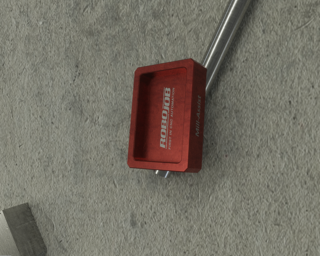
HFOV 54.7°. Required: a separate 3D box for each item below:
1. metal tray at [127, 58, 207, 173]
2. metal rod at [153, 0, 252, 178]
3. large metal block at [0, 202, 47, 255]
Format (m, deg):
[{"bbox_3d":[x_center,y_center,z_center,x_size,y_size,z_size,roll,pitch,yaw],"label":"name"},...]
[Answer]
[{"bbox_3d":[0.007,-0.013,0.379,0.090,0.030,0.129,-1,81,37],"label":"metal tray"},{"bbox_3d":[0.062,-0.075,0.386,0.025,0.025,0.298,27,98,17],"label":"metal rod"},{"bbox_3d":[-0.236,0.173,0.477,0.080,0.050,0.080,-29,81,17],"label":"large metal block"}]
